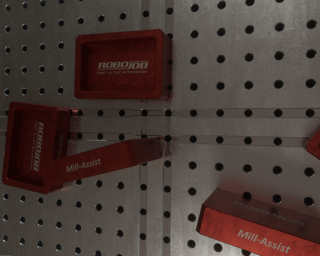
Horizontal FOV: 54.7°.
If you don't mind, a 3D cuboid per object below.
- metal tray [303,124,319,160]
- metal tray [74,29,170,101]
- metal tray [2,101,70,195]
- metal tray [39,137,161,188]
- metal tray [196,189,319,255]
[{"bbox_3d":[0.236,0.025,0.326,0.130,0.030,0.090,38,102,15],"label":"metal tray"},{"bbox_3d":[-0.053,-0.084,0.427,0.130,0.030,0.089,2,91,19],"label":"metal tray"},{"bbox_3d":[-0.191,0.028,0.475,0.090,0.030,0.129,8,93,19],"label":"metal tray"},{"bbox_3d":[-0.074,0.043,0.403,0.130,0.090,0.030,-16,85,19],"label":"metal tray"},{"bbox_3d":[0.114,0.107,0.337,0.130,0.090,0.030,14,95,19],"label":"metal tray"}]
